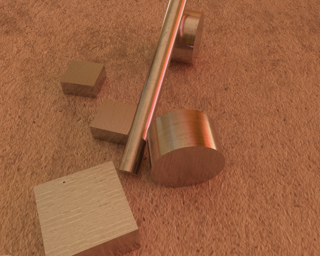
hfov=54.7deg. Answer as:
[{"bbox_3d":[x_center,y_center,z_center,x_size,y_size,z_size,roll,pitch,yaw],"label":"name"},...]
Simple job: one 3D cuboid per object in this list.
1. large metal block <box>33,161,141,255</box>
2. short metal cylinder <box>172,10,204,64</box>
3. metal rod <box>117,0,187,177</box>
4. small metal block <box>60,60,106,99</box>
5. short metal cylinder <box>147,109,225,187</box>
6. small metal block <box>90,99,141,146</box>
[{"bbox_3d":[-0.072,0.090,0.311,0.081,0.050,0.080,-18,52,-15],"label":"large metal block"},{"bbox_3d":[0.036,-0.145,0.490,0.050,0.080,0.080,13,51,10],"label":"short metal cylinder"},{"bbox_3d":[-0.001,-0.083,0.411,0.025,0.025,0.299,12,70,9],"label":"metal rod"},{"bbox_3d":[-0.114,-0.073,0.464,0.050,0.025,0.050,9,51,7],"label":"small metal block"},{"bbox_3d":[0.027,0.024,0.347,0.081,0.080,0.050,-5,50,-4],"label":"short metal cylinder"},{"bbox_3d":[-0.057,-0.007,0.409,0.050,0.025,0.050,12,51,10],"label":"small metal block"}]
